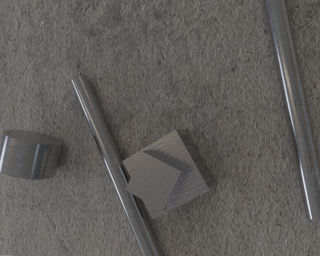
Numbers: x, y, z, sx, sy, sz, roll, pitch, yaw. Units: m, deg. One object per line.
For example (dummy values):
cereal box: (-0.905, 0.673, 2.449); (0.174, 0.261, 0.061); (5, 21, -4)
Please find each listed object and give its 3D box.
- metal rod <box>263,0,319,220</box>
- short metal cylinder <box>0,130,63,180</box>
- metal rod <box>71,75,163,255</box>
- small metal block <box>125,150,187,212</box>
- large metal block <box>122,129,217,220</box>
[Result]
metal rod: (0.151, -0.048, 0.355); (0.025, 0.025, 0.298); (-11, 86, 19)
short metal cylinder: (-0.187, 0.037, 0.446); (0.080, 0.080, 0.050); (16, 96, 19)
metal rod: (-0.057, 0.065, 0.428); (0.025, 0.025, 0.299); (-27, 81, 18)
small metal block: (-0.004, 0.059, 0.357); (0.050, 0.025, 0.050); (26, 99, 18)
large metal block: (0.013, 0.056, 0.391); (0.080, 0.050, 0.080); (-32, 80, 17)
